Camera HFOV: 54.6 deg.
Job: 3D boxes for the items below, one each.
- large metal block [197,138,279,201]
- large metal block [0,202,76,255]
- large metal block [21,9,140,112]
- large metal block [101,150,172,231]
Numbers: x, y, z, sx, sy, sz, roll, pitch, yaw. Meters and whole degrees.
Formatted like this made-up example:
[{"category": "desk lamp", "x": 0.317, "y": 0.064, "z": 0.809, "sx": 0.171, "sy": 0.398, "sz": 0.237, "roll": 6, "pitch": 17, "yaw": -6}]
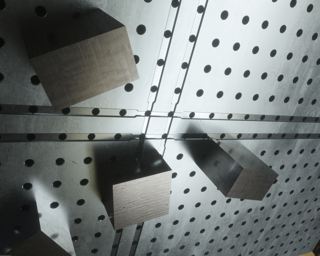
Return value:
[{"category": "large metal block", "x": 0.118, "y": 0.064, "z": 0.479, "sx": 0.081, "sy": 0.080, "sz": 0.050, "roll": 14, "pitch": 111, "yaw": -34}, {"category": "large metal block", "x": -0.168, "y": 0.156, "z": 0.399, "sx": 0.080, "sy": 0.050, "sz": 0.080, "roll": -32, "pitch": 129, "yaw": -7}, {"category": "large metal block", "x": -0.076, "y": -0.068, "z": 0.292, "sx": 0.080, "sy": 0.080, "sz": 0.050, "roll": -24, "pitch": 127, "yaw": -14}, {"category": "large metal block", "x": -0.033, "y": 0.084, "z": 0.429, "sx": 0.081, "sy": 0.050, "sz": 0.079, "roll": -11, "pitch": 123, "yaw": -23}]
